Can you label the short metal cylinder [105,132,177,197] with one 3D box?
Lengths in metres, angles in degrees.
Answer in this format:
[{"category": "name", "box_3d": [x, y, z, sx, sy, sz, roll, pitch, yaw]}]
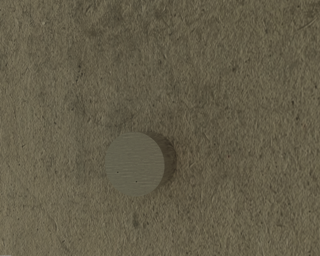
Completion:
[{"category": "short metal cylinder", "box_3d": [-0.024, 0.044, 0.405, 0.080, 0.050, 0.080, 0, 90, 20]}]
